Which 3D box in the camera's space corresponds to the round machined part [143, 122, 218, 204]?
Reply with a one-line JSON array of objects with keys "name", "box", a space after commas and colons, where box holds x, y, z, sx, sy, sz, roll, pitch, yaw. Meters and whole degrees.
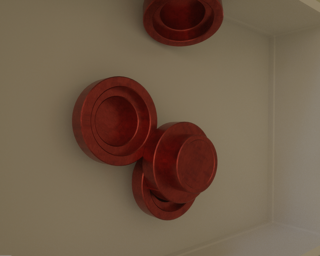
[{"name": "round machined part", "box": [0.031, 0.041, 0.369, 0.099, 0.042, 0.097, 0, 90, -40]}]

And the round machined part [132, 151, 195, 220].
[{"name": "round machined part", "box": [0.003, 0.065, 0.401, 0.099, 0.042, 0.097, 0, 90, -40]}]

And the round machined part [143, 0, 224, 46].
[{"name": "round machined part", "box": [0.028, -0.150, 0.388, 0.099, 0.098, 0.042, 18, 59, -39]}]

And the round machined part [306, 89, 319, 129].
[{"name": "round machined part", "box": [0.376, -0.044, 0.718, 0.099, 0.042, 0.097, 0, 90, -40]}]

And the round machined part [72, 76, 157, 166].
[{"name": "round machined part", "box": [-0.054, -0.007, 0.352, 0.099, 0.042, 0.097, 0, 90, -40]}]
